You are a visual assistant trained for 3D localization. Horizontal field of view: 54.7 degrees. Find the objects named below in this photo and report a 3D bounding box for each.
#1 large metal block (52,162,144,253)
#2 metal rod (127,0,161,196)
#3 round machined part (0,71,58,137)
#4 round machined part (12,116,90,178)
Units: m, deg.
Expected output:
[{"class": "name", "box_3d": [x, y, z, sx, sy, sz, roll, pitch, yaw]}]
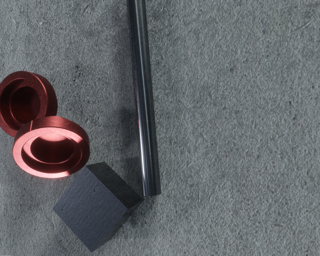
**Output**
[{"class": "large metal block", "box_3d": [-0.084, 0.105, 0.424, 0.080, 0.050, 0.080, 42, 103, 15]}, {"class": "metal rod", "box_3d": [-0.023, -0.060, 0.416, 0.025, 0.025, 0.298, -5, 88, 19]}, {"class": "round machined part", "box_3d": [-0.196, -0.034, 0.467, 0.098, 0.042, 0.097, 0, 90, 19]}, {"class": "round machined part", "box_3d": [-0.149, 0.022, 0.432, 0.098, 0.098, 0.042, -36, 40, 16]}]
